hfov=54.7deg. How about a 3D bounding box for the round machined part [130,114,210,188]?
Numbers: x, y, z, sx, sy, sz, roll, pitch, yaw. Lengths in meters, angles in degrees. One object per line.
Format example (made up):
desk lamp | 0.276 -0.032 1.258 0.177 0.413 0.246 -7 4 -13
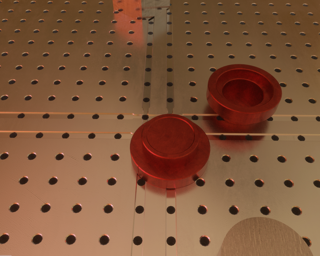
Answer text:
round machined part | 0.012 0.021 0.379 0.099 0.042 0.098 0 50 0

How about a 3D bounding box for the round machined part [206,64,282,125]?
round machined part | 0.114 -0.042 0.433 0.099 0.042 0.098 0 50 0

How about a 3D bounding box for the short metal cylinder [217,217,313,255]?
short metal cylinder | 0.092 0.130 0.283 0.081 0.050 0.080 0 50 0

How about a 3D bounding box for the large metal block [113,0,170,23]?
large metal block | -0.037 -0.260 0.609 0.080 0.050 0.080 34 58 25
